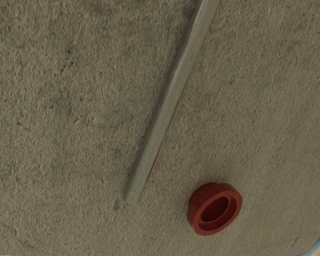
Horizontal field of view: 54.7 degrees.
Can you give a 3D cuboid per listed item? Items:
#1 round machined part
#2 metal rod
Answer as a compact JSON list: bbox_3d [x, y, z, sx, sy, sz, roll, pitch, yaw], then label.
[{"bbox_3d":[0.088,0.132,0.528,0.099,0.042,0.097,-14,125,-21],"label":"round machined part"},{"bbox_3d":[0.009,-0.027,0.396,0.025,0.025,0.298,8,115,-32],"label":"metal rod"}]
